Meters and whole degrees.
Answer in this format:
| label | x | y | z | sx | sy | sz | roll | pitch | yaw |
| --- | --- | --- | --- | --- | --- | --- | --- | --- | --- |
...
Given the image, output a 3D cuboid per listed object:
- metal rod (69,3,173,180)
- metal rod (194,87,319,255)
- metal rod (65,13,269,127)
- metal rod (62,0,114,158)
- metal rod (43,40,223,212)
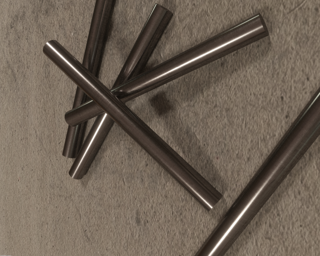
| label | x | y | z | sx | sy | sz | roll | pitch | yaw |
| --- | --- | --- | --- | --- | --- | --- | --- | --- | --- |
| metal rod | -0.068 | -0.039 | 0.458 | 0.025 | 0.025 | 0.298 | 46 | 117 | 29 |
| metal rod | 0.093 | 0.081 | 0.327 | 0.025 | 0.025 | 0.298 | 43 | 115 | 31 |
| metal rod | -0.014 | -0.060 | 0.393 | 0.300 | 0.025 | 0.025 | -21 | 77 | 31 |
| metal rod | -0.114 | -0.093 | 0.495 | 0.025 | 0.025 | 0.298 | 26 | 106 | 36 |
| metal rod | -0.043 | -0.012 | 0.389 | 0.300 | 0.025 | 0.025 | 43 | 117 | 14 |
